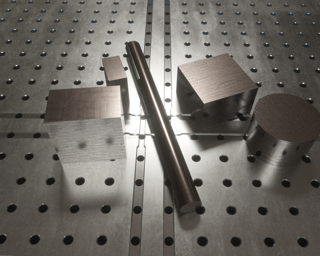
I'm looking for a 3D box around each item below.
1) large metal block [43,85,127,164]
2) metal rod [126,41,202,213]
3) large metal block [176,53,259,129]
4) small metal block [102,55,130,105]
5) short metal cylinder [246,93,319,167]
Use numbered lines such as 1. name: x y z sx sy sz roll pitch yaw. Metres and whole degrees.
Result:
1. large metal block: -0.084 -0.002 0.373 0.081 0.080 0.050 -4 50 -4
2. metal rod: -0.006 -0.025 0.428 0.025 0.025 0.300 -12 51 -10
3. large metal block: 0.077 -0.054 0.438 0.081 0.050 0.080 -17 52 -14
4. small metal block: -0.064 -0.068 0.447 0.025 0.050 0.050 -13 52 -11
5. short metal cylinder: 0.155 0.002 0.392 0.081 0.050 0.080 0 50 0
